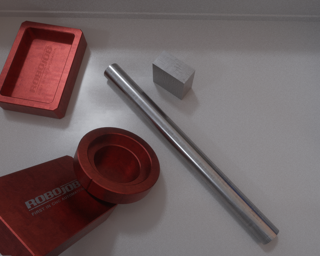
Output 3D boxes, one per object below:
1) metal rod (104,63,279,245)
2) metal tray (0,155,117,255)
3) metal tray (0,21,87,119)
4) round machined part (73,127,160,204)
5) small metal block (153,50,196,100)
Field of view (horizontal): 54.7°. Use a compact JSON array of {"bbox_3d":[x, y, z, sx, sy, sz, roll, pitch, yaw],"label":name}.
[{"bbox_3d":[0.031,0.023,0.401,0.025,0.025,0.300,-40,75,-13],"label":"metal rod"},{"bbox_3d":[-0.115,0.081,0.327,0.090,0.131,0.030,41,111,13],"label":"metal tray"},{"bbox_3d":[-0.165,-0.083,0.435,0.091,0.030,0.130,10,70,3],"label":"metal tray"},{"bbox_3d":[-0.053,0.048,0.366,0.099,0.042,0.098,19,38,-15],"label":"round machined part"},{"bbox_3d":[0.018,-0.071,0.423,0.050,0.050,0.025,35,74,11],"label":"small metal block"}]
